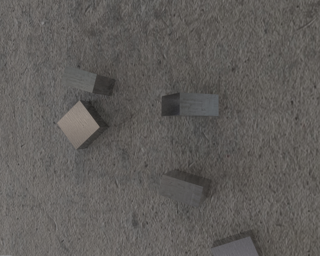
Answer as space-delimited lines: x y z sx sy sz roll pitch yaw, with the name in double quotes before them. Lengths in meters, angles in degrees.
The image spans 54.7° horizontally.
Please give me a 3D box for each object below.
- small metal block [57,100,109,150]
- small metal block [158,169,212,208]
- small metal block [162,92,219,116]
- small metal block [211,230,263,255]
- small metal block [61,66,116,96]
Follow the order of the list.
"small metal block" -0.112 -0.004 0.448 0.050 0.025 0.050 -42 77 15
"small metal block" 0.032 0.073 0.384 0.050 0.050 0.025 14 95 19
"small metal block" 0.035 -0.027 0.372 0.050 0.050 0.025 0 90 -23
"small metal block" 0.097 0.158 0.375 0.050 0.025 0.050 -25 82 18
"small metal block" -0.098 -0.065 0.430 0.050 0.050 0.025 18 96 19
